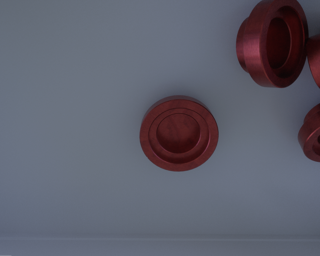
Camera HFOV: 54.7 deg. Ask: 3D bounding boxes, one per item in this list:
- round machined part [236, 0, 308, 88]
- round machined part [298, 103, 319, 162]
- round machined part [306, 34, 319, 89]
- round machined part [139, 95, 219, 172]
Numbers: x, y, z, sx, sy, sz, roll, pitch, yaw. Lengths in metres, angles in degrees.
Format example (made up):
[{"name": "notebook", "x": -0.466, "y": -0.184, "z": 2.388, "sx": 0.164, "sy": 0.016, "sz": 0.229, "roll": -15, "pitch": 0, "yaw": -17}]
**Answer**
[{"name": "round machined part", "x": 0.124, "y": -0.095, "z": 0.352, "sx": 0.099, "sy": 0.042, "sz": 0.097, "roll": -8, "pitch": 104, "yaw": -38}, {"name": "round machined part", "x": 0.224, "y": -0.002, "z": 0.391, "sx": 0.099, "sy": 0.042, "sz": 0.097, "roll": -3, "pitch": 138, "yaw": -3}, {"name": "round machined part", "x": 0.203, "y": -0.080, "z": 0.356, "sx": 0.042, "sy": 0.098, "sz": 0.098, "roll": -14, "pitch": 114, "yaw": 43}, {"name": "round machined part", "x": 0.024, "y": 0.004, "z": 0.404, "sx": 0.099, "sy": 0.042, "sz": 0.097, "roll": 0, "pitch": 110, "yaw": -1}]
